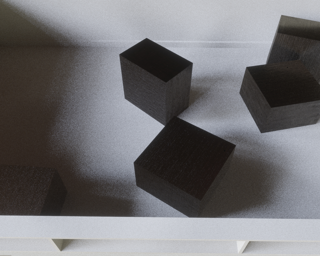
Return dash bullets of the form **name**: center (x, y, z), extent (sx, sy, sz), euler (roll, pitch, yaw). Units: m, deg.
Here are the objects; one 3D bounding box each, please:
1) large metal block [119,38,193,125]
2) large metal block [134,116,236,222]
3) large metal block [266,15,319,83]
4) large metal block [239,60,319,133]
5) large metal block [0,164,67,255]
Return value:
- **large metal block**: center (-0.005, -0.062, 0.421), extent (0.080, 0.080, 0.050), euler (35, 58, 25)
- **large metal block**: center (0.028, 0.043, 0.352), extent (0.080, 0.050, 0.080), euler (27, 55, 21)
- **large metal block**: center (0.209, -0.114, 0.466), extent (0.080, 0.080, 0.050), euler (16, 52, 13)
- **large metal block**: center (0.167, -0.045, 0.427), extent (0.081, 0.050, 0.080), euler (-9, 51, -8)
- **large metal block**: center (-0.151, 0.086, 0.316), extent (0.080, 0.050, 0.080), euler (4, 50, 3)
